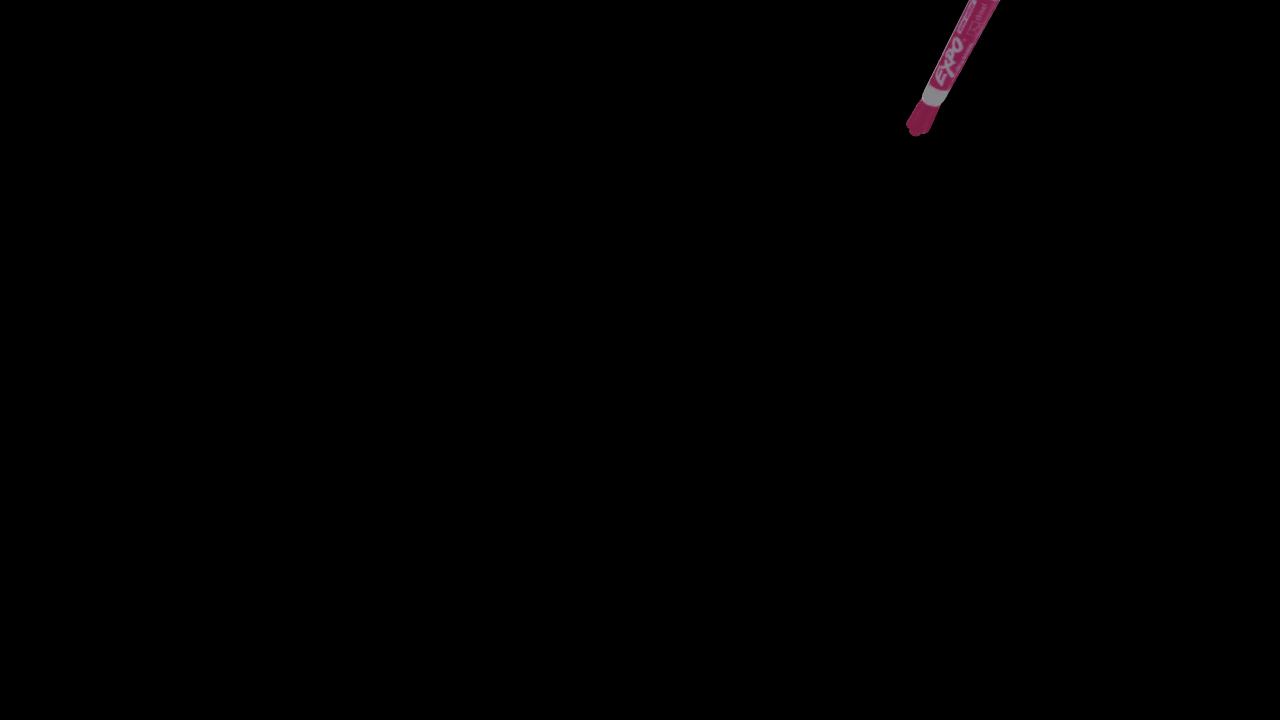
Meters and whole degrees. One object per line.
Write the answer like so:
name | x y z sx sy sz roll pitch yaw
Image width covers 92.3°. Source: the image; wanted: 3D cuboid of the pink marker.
pink marker | 0.225 -0.216 0.444 0.020 0.020 0.121 0 -35 -7
